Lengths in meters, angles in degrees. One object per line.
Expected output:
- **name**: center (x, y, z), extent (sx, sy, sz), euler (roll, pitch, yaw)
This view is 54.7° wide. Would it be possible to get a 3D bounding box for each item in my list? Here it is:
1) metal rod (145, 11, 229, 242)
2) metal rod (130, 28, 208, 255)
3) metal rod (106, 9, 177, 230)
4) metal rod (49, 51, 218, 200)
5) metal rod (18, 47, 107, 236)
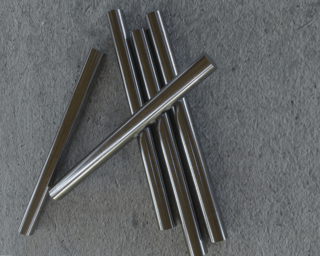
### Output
- **metal rod**: center (0.032, -0.006, 0.397), extent (0.025, 0.025, 0.299), euler (-18, 84, 19)
- **metal rod**: center (0.010, 0.015, 0.405), extent (0.025, 0.025, 0.299), euler (-17, 84, 19)
- **metal rod**: center (-0.026, -0.015, 0.418), extent (0.025, 0.025, 0.298), euler (-16, 85, 19)
- **metal rod**: center (-0.050, 0.011, 0.402), extent (0.299, 0.025, 0.025), euler (-39, 78, 25)
- **metal rod**: center (-0.147, 0.025, 0.460), extent (0.025, 0.025, 0.298), euler (27, 99, 18)
